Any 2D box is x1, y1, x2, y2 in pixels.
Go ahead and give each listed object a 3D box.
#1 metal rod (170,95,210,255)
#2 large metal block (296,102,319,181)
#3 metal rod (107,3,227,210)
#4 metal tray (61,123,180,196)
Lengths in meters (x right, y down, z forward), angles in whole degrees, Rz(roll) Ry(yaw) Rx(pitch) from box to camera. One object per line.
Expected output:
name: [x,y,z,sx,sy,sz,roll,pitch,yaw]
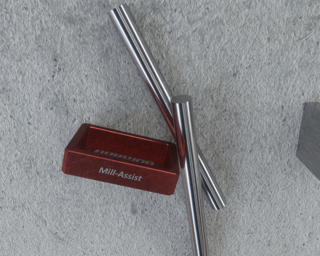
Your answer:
metal rod: [0.047,0.097,0.426,0.025,0.025,0.298,-8,117,3]
large metal block: [0.219,0.017,0.390,0.050,0.080,0.079,0,110,-1]
metal rod: [0.018,-0.014,0.404,0.025,0.025,0.299,-26,109,9]
metal tray: [-0.044,0.036,0.387,0.131,0.090,0.030,13,110,-5]
